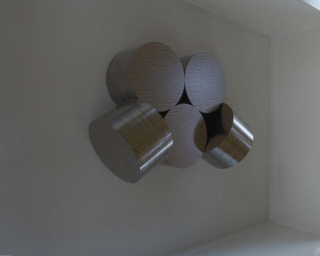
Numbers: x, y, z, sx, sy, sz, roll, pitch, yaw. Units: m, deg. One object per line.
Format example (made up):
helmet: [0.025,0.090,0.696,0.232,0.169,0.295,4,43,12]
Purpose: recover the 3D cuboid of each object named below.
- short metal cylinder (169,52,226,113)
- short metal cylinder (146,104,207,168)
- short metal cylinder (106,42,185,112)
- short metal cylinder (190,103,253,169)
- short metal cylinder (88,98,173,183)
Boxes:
short metal cylinder: [0.045,-0.060,0.426,0.081,0.050,0.080,0,90,-40]
short metal cylinder: [0.015,0.010,0.401,0.081,0.050,0.080,0,90,-40]
short metal cylinder: [-0.017,-0.059,0.374,0.081,0.050,0.080,0,90,-40]
short metal cylinder: [0.082,0.011,0.437,0.050,0.080,0.080,37,68,-34]
short metal cylinder: [-0.033,0.014,0.341,0.050,0.080,0.080,-38,113,-34]
